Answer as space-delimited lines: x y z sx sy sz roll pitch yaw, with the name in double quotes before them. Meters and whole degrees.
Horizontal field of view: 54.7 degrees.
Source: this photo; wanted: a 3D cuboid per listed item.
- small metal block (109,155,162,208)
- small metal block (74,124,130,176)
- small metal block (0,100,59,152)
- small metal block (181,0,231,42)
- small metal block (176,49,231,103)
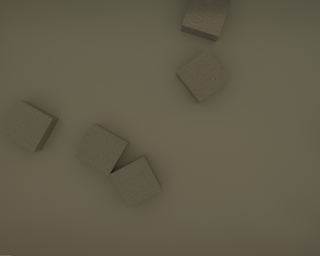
"small metal block" -0.031 0.070 0.411 0.050 0.025 0.050 -28 90 0
"small metal block" -0.076 0.028 0.411 0.050 0.025 0.050 30 90 0
"small metal block" -0.172 -0.003 0.410 0.050 0.025 0.050 29 90 0
"small metal block" 0.060 -0.149 0.412 0.050 0.025 0.050 18 90 0
"small metal block" 0.057 -0.068 0.412 0.050 0.025 0.050 -38 90 0
